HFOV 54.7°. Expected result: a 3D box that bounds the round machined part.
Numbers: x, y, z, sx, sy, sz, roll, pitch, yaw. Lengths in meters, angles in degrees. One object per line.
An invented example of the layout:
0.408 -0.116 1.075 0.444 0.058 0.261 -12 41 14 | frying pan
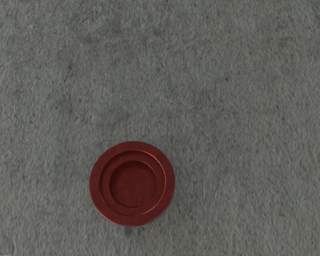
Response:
-0.032 0.068 0.374 0.099 0.042 0.098 0 70 -1 | round machined part
